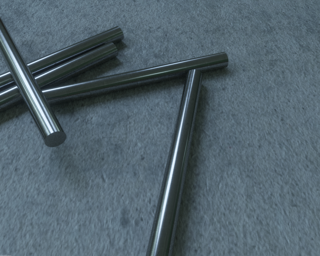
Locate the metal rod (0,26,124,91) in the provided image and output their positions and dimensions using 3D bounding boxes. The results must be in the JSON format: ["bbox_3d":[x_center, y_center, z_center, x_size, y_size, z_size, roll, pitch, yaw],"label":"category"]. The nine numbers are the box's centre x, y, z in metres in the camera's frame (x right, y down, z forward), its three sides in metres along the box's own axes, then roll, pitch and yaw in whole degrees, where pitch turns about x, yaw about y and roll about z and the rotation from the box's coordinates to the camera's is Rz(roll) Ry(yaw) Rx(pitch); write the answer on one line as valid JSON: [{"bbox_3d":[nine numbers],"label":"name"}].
[{"bbox_3d":[-0.187,-0.094,0.479,0.302,0.025,0.025,-32,57,-24],"label":"metal rod"}]

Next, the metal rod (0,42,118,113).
[{"bbox_3d":[-0.191,-0.056,0.447,0.302,0.025,0.025,-33,58,-25],"label":"metal rod"}]

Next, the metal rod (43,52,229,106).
[{"bbox_3d":[-0.039,-0.073,0.464,0.302,0.025,0.025,-14,52,-12],"label":"metal rod"}]

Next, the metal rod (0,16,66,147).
[{"bbox_3d":[-0.200,-0.085,0.437,0.025,0.025,0.300,-26,55,-20],"label":"metal rod"}]

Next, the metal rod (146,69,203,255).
[{"bbox_3d":[0.023,0.033,0.375,0.025,0.025,0.300,9,50,7],"label":"metal rod"}]
